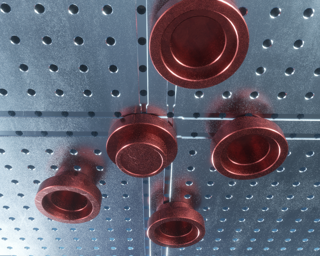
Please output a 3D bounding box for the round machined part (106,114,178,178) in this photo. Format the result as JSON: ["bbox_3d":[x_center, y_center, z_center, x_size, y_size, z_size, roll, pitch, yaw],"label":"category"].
[{"bbox_3d":[-0.025,0.031,0.426,0.099,0.042,0.097,0,130,0],"label":"round machined part"}]

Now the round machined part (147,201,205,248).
[{"bbox_3d":[0.028,0.165,0.541,0.099,0.042,0.097,0,130,0],"label":"round machined part"}]

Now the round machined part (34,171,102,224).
[{"bbox_3d":[-0.141,0.105,0.489,0.099,0.042,0.097,0,130,0],"label":"round machined part"}]

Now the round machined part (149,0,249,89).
[{"bbox_3d":[0.038,-0.093,0.322,0.099,0.042,0.097,0,130,0],"label":"round machined part"}]

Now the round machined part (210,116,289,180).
[{"bbox_3d":[0.117,0.023,0.421,0.099,0.042,0.097,0,130,0],"label":"round machined part"}]
